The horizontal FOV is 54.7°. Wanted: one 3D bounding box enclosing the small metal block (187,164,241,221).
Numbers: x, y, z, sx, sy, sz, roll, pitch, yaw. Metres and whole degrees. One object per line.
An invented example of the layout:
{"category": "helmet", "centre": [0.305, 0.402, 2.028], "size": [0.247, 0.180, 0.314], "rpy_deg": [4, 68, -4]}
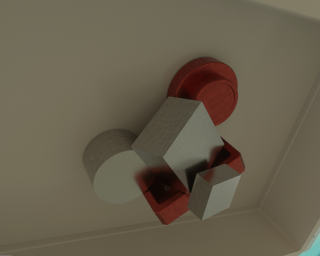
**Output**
{"category": "small metal block", "centre": [0.064, 0.075, 0.366], "size": [0.050, 0.025, 0.050], "rpy_deg": [-11, 124, -39]}

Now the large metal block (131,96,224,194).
{"category": "large metal block", "centre": [0.025, 0.021, 0.372], "size": [0.080, 0.050, 0.080], "rpy_deg": [-54, 133, -22]}

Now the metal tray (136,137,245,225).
{"category": "metal tray", "centre": [0.036, 0.058, 0.421], "size": [0.131, 0.090, 0.030], "rpy_deg": [-33, 128, -7]}

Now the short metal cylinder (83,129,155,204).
{"category": "short metal cylinder", "centre": [-0.051, 0.048, 0.393], "size": [0.081, 0.050, 0.079], "rpy_deg": [-14, 125, -21]}

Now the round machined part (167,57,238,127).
{"category": "round machined part", "centre": [0.062, -0.040, 0.407], "size": [0.099, 0.042, 0.097], "rpy_deg": [-14, 125, -21]}
